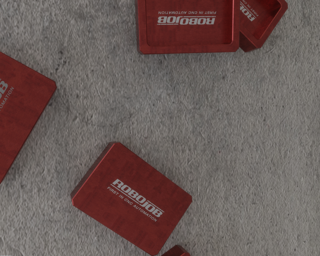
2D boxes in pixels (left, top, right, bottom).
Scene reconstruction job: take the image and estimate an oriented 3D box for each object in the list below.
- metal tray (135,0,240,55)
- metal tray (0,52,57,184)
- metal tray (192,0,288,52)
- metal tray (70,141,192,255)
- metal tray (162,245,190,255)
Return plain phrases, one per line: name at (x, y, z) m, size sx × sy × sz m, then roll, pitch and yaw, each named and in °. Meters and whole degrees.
metal tray at (0.036, -0.142, 0.398) m, size 0.131 × 0.030 × 0.089 m, roll -4°, pitch 103°, yaw -10°
metal tray at (-0.185, -0.014, 0.338) m, size 0.090 × 0.030 × 0.130 m, roll 30°, pitch 80°, yaw -18°
metal tray at (0.114, -0.186, 0.447) m, size 0.130 × 0.030 × 0.090 m, roll 39°, pitch 78°, yaw -16°
metal tray at (-0.034, 0.089, 0.394) m, size 0.130 × 0.030 × 0.090 m, roll 39°, pitch 78°, yaw -16°
metal tray at (0.023, 0.238, 0.415) m, size 0.091 × 0.030 × 0.130 m, roll -30°, pitch 100°, yaw -18°
